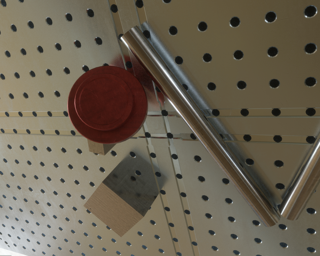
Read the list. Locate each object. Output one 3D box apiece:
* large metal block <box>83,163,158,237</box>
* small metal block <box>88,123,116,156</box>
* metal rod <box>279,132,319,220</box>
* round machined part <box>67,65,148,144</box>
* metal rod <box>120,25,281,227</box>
[{"bbox_3d":[-0.064,0.117,0.499,0.080,0.050,0.080,40,129,0],"label":"large metal block"},{"bbox_3d":[-0.078,0.002,0.435,0.025,0.050,0.050,12,124,21],"label":"small metal block"},{"bbox_3d":[0.183,-0.014,0.305,0.025,0.025,0.298,21,126,15],"label":"metal rod"},{"bbox_3d":[-0.065,-0.030,0.380,0.099,0.042,0.097,0,85,1],"label":"round machined part"},{"bbox_3d":[0.056,0.005,0.383,0.025,0.025,0.300,-31,102,37],"label":"metal rod"}]
